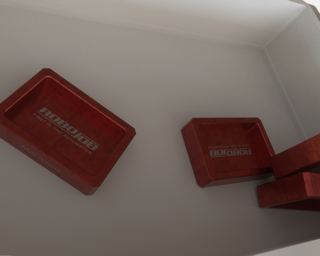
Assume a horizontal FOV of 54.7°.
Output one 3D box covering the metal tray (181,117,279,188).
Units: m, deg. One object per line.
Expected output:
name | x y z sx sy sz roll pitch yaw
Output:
metal tray | 0.102 0.031 0.440 0.131 0.030 0.090 -1 62 -29

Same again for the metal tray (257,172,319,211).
metal tray | 0.213 0.091 0.423 0.131 0.090 0.030 10 65 -24

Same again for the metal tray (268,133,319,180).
metal tray | 0.225 0.045 0.431 0.131 0.090 0.030 12 54 -39

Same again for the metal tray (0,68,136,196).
metal tray | -0.103 0.002 0.346 0.130 0.030 0.090 36 51 -5
